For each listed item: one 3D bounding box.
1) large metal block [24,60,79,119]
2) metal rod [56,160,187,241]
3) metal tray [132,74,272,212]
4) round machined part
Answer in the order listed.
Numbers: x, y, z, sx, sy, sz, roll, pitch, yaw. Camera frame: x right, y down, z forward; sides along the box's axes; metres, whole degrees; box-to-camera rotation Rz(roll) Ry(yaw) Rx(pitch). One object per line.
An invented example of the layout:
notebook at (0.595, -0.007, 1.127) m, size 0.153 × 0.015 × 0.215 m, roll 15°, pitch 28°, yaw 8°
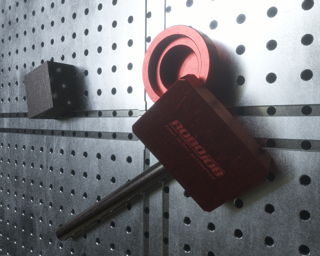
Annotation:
large metal block at (-0.194, -0.064, 0.549) m, size 0.080 × 0.050 × 0.080 m, roll -17°, pitch 80°, yaw 38°
metal rod at (-0.072, 0.112, 0.466) m, size 0.299 × 0.025 × 0.025 m, roll -37°, pitch 68°, yaw 33°
metal tray at (0.043, 0.018, 0.338) m, size 0.130 × 0.030 × 0.090 m, roll 48°, pitch 121°, yaw 2°
round machined part at (0.029, -0.070, 0.373) m, size 0.098 × 0.042 × 0.097 m, roll 0°, pitch 90°, yaw 39°
